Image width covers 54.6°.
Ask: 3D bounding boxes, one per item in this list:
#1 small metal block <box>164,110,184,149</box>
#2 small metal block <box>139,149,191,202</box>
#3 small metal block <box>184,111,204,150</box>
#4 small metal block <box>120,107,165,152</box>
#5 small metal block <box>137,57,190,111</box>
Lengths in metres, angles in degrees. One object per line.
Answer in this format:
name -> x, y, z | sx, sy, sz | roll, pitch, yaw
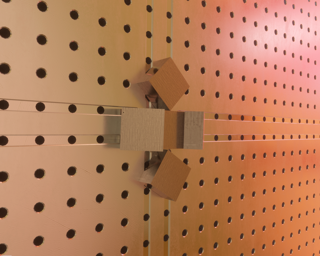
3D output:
small metal block -> 0.007, 0.003, 0.413 | 0.050, 0.025, 0.050 | 2, 88, -40
small metal block -> 0.008, 0.063, 0.414 | 0.050, 0.025, 0.050 | 41, 66, -31
small metal block -> 0.048, 0.004, 0.431 | 0.050, 0.025, 0.050 | 11, 80, -80
small metal block -> -0.021, 0.002, 0.374 | 0.050, 0.025, 0.050 | 2, 89, -4
small metal block -> 0.006, -0.057, 0.413 | 0.050, 0.025, 0.050 | -52, 120, -28
